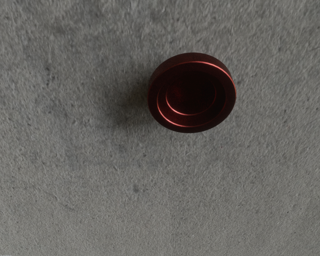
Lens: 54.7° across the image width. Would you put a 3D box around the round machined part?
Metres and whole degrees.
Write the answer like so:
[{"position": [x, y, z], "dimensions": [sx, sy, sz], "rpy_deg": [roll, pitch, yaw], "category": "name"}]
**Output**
[{"position": [0.035, -0.044, 0.360], "dimensions": [0.099, 0.042, 0.097], "rpy_deg": [-1, 130, 0], "category": "round machined part"}]
